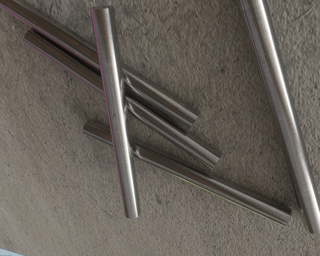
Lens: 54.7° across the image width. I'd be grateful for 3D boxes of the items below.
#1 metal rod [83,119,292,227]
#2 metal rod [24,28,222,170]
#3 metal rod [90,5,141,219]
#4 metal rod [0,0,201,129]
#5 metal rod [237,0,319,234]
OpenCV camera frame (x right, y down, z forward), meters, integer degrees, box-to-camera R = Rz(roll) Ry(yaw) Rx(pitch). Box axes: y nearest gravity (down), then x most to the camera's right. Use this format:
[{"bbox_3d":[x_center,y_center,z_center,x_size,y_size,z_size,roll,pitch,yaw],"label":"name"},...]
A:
[{"bbox_3d":[0.027,0.056,0.426,0.301,0.025,0.025,23,127,14],"label":"metal rod"},{"bbox_3d":[-0.052,-0.041,0.408,0.301,0.025,0.025,34,129,5],"label":"metal rod"},{"bbox_3d":[-0.052,0.001,0.400,0.025,0.025,0.298,10,123,23],"label":"metal rod"},{"bbox_3d":[-0.082,-0.090,0.394,0.301,0.025,0.025,33,129,6],"label":"metal rod"},{"bbox_3d":[0.134,-0.008,0.330,0.025,0.025,0.299,-11,113,33],"label":"metal rod"}]
